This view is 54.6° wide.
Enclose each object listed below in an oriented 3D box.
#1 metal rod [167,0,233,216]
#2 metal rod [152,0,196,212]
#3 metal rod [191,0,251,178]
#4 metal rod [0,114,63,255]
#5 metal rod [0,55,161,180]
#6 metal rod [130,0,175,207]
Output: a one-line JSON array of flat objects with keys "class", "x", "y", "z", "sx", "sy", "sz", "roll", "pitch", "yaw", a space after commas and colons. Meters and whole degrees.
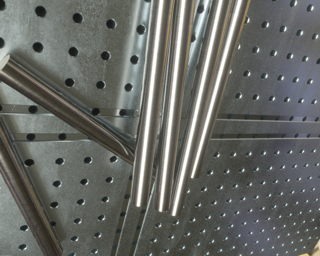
[{"class": "metal rod", "x": 0.046, "y": -0.015, "z": 0.407, "sx": 0.025, "sy": 0.025, "sz": 0.298, "roll": -1, "pitch": 113, "yaw": -28}, {"class": "metal rod", "x": 0.015, "y": -0.026, "z": 0.383, "sx": 0.025, "sy": 0.025, "sz": 0.298, "roll": -6, "pitch": 115, "yaw": -26}, {"class": "metal rod", "x": 0.076, "y": -0.060, "z": 0.414, "sx": 0.025, "sy": 0.025, "sz": 0.298, "roll": -3, "pitch": 120, "yaw": -27}, {"class": "metal rod", "x": -0.165, "y": 0.055, "z": 0.354, "sx": 0.025, "sy": 0.025, "sz": 0.298, "roll": -19, "pitch": 126, "yaw": -17}, {"class": "metal rod", "x": -0.060, "y": 0.016, "z": 0.387, "sx": 0.025, "sy": 0.025, "sz": 0.301, "roll": -47, "pitch": 129, "yaw": 4}, {"class": "metal rod", "x": -0.009, "y": -0.040, "z": 0.360, "sx": 0.025, "sy": 0.025, "sz": 0.298, "roll": -4, "pitch": 114, "yaw": -27}]
